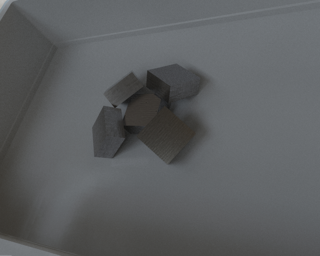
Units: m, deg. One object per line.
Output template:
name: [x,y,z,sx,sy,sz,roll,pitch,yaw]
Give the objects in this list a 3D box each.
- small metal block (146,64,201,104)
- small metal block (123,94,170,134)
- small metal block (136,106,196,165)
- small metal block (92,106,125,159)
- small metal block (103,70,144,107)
small metal block: [0.017,-0.061,0.416,0.050,0.025,0.050,-20,43,-32]
small metal block: [-0.019,-0.019,0.424,0.050,0.025,0.050,2,62,29]
small metal block: [0.007,0.010,0.379,0.050,0.025,0.050,42,84,4]
small metal block: [-0.071,0.006,0.422,0.050,0.025,0.050,-53,39,42]
small metal block: [-0.052,-0.058,0.450,0.050,0.025,0.050,-37,14,4]
